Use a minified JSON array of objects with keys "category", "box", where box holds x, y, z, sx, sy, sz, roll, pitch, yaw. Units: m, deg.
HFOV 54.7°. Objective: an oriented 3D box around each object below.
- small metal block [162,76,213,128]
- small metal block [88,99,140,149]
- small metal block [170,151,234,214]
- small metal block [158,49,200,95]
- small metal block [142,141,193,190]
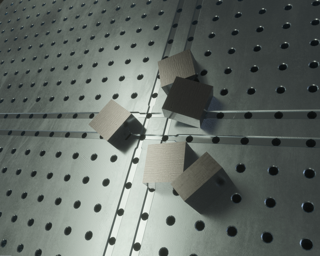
[{"category":"small metal block","box":[0.037,-0.034,0.400,0.050,0.025,0.050,18,70,16]},{"category":"small metal block","box":[-0.066,-0.007,0.445,0.050,0.025,0.050,-49,52,-7]},{"category":"small metal block","box":[0.046,0.060,0.331,0.050,0.050,0.025,-42,51,-1]},{"category":"small metal block","box":[0.027,-0.078,0.441,0.050,0.025,0.050,-19,54,17]},{"category":"small metal block","box":[0.010,0.046,0.374,0.050,0.025,0.050,-6,59,24]}]
